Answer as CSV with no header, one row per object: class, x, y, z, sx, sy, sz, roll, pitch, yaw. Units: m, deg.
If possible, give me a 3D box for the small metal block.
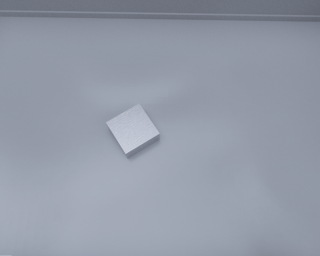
small metal block,-0.035,0.004,0.408,0.050,0.025,0.050,-31,73,-11
